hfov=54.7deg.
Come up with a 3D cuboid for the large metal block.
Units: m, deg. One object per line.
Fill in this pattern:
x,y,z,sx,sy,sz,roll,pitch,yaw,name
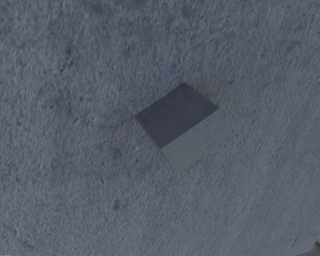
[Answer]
0.027,-0.002,0.386,0.080,0.080,0.050,-35,129,-6,large metal block
